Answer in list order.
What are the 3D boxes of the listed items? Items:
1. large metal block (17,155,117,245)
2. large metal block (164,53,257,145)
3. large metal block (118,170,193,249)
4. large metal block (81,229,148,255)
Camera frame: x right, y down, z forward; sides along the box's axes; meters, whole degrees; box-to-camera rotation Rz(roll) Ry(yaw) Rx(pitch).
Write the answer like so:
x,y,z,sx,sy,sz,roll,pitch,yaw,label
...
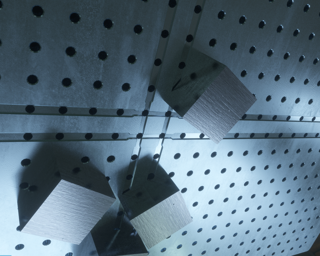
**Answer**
x,y,z,sx,sy,sz,roll,pitch,yaw,label
-0.117,0.092,0.389,0.080,0.050,0.080,33,100,-39,large metal block
0.068,-0.037,0.411,0.080,0.050,0.080,35,99,-39,large metal block
-0.005,0.124,0.471,0.080,0.050,0.080,-30,129,-10,large metal block
-0.076,0.208,0.484,0.081,0.050,0.079,10,113,-33,large metal block
